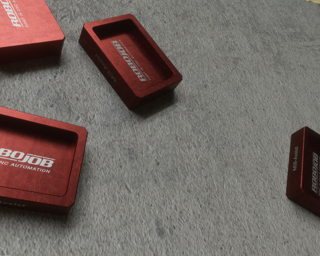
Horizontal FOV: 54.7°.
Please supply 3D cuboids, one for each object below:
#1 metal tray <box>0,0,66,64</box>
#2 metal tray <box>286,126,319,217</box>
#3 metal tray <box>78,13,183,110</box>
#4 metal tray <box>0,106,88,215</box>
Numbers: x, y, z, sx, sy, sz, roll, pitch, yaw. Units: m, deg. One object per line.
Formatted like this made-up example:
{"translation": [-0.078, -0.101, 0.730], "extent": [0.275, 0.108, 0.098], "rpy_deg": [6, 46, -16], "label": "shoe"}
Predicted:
{"translation": [-0.189, -0.144, 0.387], "extent": [0.091, 0.030, 0.130], "rpy_deg": [-21, 73, -36], "label": "metal tray"}
{"translation": [0.251, 0.070, 0.491], "extent": [0.090, 0.030, 0.130], "rpy_deg": [31, 52, -8], "label": "metal tray"}
{"translation": [-0.041, -0.097, 0.437], "extent": [0.091, 0.030, 0.130], "rpy_deg": [-30, 78, -38], "label": "metal tray"}
{"translation": [-0.145, 0.029, 0.304], "extent": [0.131, 0.030, 0.090], "rpy_deg": [15, 56, -20], "label": "metal tray"}
